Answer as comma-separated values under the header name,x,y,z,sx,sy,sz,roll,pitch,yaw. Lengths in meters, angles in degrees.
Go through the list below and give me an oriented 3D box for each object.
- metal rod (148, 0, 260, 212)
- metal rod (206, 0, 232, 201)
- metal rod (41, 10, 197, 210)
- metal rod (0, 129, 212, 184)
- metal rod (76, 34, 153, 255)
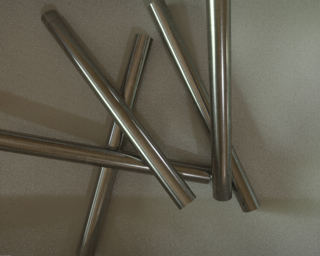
name,x,y,z,sx,sy,sz,roll,pitch,yaw
metal rod,0.058,-0.029,0.412,0.025,0.025,0.299,-25,90,0
metal rod,0.068,-0.048,0.349,0.025,0.025,0.298,-6,113,0
metal rod,-0.057,-0.030,0.386,0.025,0.025,0.299,-37,81,0
metal rod,-0.080,0.034,0.380,0.302,0.025,0.025,11,90,-13
metal rod,-0.060,0.024,0.410,0.025,0.025,0.298,15,90,-1
